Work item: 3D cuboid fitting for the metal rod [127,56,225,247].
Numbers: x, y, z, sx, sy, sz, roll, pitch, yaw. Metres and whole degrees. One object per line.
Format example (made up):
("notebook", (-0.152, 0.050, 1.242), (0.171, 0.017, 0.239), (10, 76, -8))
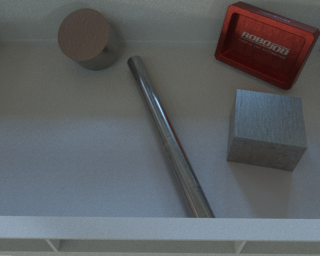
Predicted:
("metal rod", (0.007, 0.004, 0.401), (0.025, 0.025, 0.299), (-14, 52, -12))

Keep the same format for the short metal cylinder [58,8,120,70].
("short metal cylinder", (-0.108, -0.134, 0.476), (0.080, 0.050, 0.080), (-1, 84, 10))

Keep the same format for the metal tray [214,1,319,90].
("metal tray", (0.155, -0.124, 0.466), (0.130, 0.089, 0.030), (31, 43, 23))

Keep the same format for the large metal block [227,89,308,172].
("large metal block", (0.131, 0.002, 0.389), (0.080, 0.050, 0.080), (9, 51, 7))
